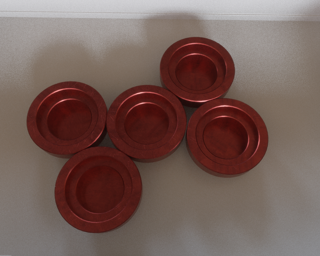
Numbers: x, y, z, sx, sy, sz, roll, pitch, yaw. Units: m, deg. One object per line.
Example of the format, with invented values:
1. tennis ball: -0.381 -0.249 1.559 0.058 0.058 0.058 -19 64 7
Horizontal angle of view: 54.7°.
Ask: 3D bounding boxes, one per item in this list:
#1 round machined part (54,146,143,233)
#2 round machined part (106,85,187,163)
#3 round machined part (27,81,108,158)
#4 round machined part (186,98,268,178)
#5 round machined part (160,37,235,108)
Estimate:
1. round machined part: -0.070 0.074 0.370 0.099 0.042 0.098 0 70 0
2. round machined part: -0.016 -0.003 0.398 0.099 0.042 0.098 0 70 0
3. round machined part: -0.114 -0.008 0.400 0.099 0.042 0.098 0 70 0
4. round machined part: 0.082 0.015 0.393 0.099 0.042 0.098 0 70 0
5. round machined part: 0.049 -0.072 0.424 0.099 0.042 0.098 0 70 0
